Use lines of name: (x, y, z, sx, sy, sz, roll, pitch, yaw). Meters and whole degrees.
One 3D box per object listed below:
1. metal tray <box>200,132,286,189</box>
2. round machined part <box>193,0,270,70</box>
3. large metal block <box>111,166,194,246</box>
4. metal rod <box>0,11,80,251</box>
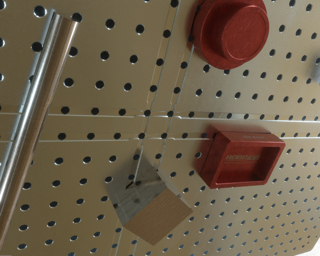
metal tray: (0.139, 0.054, 0.517, 0.131, 0.030, 0.089, 3, 117, -30)
round machined part: (0.093, -0.117, 0.378, 0.099, 0.042, 0.097, -14, 124, -21)
large metal block: (-0.010, 0.118, 0.462, 0.080, 0.050, 0.080, -41, 130, 0)
metal rod: (-0.150, 0.022, 0.342, 0.025, 0.025, 0.298, 13, 112, -34)
